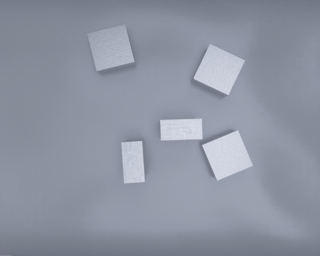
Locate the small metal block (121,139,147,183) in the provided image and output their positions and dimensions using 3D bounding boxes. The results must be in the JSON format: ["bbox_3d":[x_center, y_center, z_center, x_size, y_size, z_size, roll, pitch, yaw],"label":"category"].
[{"bbox_3d":[-0.032,0.041,0.399,0.025,0.050,0.050,-4,90,0],"label":"small metal block"}]

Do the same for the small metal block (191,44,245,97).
[{"bbox_3d":[0.076,-0.075,0.412,0.050,0.025,0.050,25,90,0],"label":"small metal block"}]

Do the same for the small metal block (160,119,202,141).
[{"bbox_3d":[0.026,0.002,0.399,0.050,0.050,0.025,-2,90,0],"label":"small metal block"}]

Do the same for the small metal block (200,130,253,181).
[{"bbox_3d":[0.087,0.035,0.412,0.050,0.025,0.050,-23,90,0],"label":"small metal block"}]

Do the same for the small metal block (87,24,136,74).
[{"bbox_3d":[-0.063,-0.103,0.411,0.050,0.025,0.050,-14,90,0],"label":"small metal block"}]
